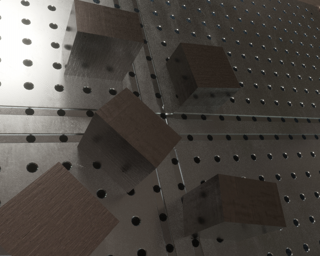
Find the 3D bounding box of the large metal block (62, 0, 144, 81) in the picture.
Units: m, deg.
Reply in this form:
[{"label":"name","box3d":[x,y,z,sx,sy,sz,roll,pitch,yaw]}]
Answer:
[{"label":"large metal block","box3d":[-0.076,-0.108,0.399,0.081,0.080,0.050,2,61,-28]}]

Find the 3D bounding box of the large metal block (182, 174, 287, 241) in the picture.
[{"label":"large metal block","box3d":[0.082,0.096,0.360,0.081,0.080,0.050,12,57,-22]}]

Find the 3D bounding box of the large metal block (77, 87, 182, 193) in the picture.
[{"label":"large metal block","box3d":[-0.036,0.016,0.345,0.080,0.080,0.050,43,51,1]}]

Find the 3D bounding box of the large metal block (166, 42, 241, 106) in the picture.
[{"label":"large metal block","box3d":[0.065,-0.081,0.479,0.081,0.050,0.080,-3,63,-30]}]

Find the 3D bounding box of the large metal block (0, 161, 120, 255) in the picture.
[{"label":"large metal block","box3d":[-0.099,0.092,0.283,0.080,0.050,0.080,44,51,2]}]
